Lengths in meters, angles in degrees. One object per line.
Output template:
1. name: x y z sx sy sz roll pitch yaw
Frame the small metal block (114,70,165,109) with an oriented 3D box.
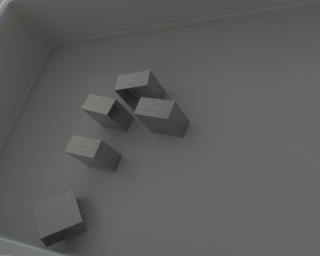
1. small metal block: -0.027 -0.052 0.435 0.050 0.050 0.025 -5 60 25

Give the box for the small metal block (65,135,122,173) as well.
1. small metal block: -0.088 0.035 0.413 0.050 0.050 0.025 8 66 31

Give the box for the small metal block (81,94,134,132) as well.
1. small metal block: -0.074 -0.021 0.439 0.050 0.050 0.025 14 69 33

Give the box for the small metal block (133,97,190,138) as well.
1. small metal block: 0.003 -0.013 0.395 0.050 0.050 0.025 10 67 32

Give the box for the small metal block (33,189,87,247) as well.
1. small metal block: -0.126 0.112 0.389 0.050 0.025 0.050 -19 50 -15
